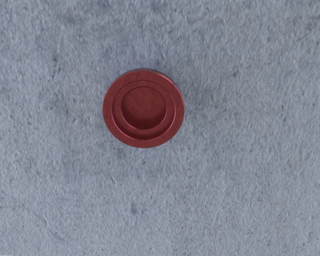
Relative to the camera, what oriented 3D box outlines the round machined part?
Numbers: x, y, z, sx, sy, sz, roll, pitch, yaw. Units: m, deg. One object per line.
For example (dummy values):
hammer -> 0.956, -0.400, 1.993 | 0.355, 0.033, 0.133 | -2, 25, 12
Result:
round machined part -> -0.020, -0.027, 0.390 | 0.099, 0.042, 0.097 | 0, 110, -1
